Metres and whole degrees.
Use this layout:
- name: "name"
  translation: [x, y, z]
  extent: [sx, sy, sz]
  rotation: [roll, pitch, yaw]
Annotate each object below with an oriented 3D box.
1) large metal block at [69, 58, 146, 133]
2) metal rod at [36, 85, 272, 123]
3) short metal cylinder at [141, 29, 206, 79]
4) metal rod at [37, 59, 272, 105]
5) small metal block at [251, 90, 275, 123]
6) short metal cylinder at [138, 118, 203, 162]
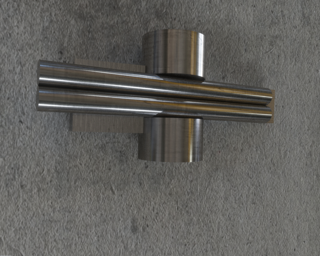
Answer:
- name: "large metal block"
  translation: [-0.065, -0.035, 0.373]
  extent: [0.081, 0.050, 0.080]
  rotation: [2, 90, -20]
- name: "metal rod"
  translation: [0.016, -0.024, 0.369]
  extent: [0.303, 0.025, 0.025]
  rotation: [2, 90, -28]
- name: "short metal cylinder"
  translation: [0.017, -0.086, 0.387]
  extent: [0.081, 0.080, 0.050]
  rotation: [2, 90, -20]
- name: "metal rod"
  translation: [0.016, -0.049, 0.369]
  extent: [0.303, 0.025, 0.025]
  rotation: [2, 90, -28]
- name: "small metal block"
  translation: [0.142, -0.033, 0.463]
  extent: [0.050, 0.025, 0.050]
  rotation: [3, 89, -20]
- name: "short metal cylinder"
  translation: [0.013, 0.014, 0.386]
  extent: [0.081, 0.080, 0.050]
  rotation: [2, 90, -20]
